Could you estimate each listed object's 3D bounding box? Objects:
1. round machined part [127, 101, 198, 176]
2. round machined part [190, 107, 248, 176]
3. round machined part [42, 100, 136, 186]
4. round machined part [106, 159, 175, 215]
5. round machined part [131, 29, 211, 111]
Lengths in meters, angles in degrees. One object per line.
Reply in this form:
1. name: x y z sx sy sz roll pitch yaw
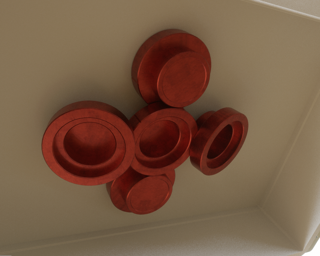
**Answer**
1. round machined part: -0.004 0.010 0.398 0.099 0.042 0.097 -14 124 -21
2. round machined part: 0.076 0.015 0.435 0.099 0.042 0.097 -28 135 -31
3. round machined part: -0.078 0.014 0.351 0.099 0.042 0.097 -4 117 -7
4. round machined part: -0.022 0.082 0.434 0.099 0.042 0.097 -14 124 -21
5. round machined part: 0.019 -0.063 0.367 0.099 0.042 0.097 -14 124 -21
